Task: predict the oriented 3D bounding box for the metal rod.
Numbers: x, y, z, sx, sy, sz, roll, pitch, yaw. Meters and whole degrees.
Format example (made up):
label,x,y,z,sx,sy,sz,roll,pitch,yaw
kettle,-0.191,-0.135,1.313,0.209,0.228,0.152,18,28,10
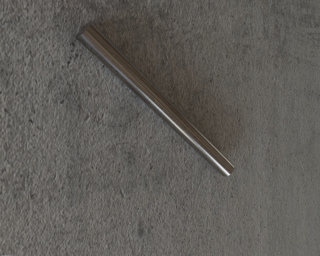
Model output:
label,x,y,z,sx,sy,sz,roll,pitch,yaw
metal rod,0.012,-0.020,0.413,0.300,0.025,0.025,42,65,-32
